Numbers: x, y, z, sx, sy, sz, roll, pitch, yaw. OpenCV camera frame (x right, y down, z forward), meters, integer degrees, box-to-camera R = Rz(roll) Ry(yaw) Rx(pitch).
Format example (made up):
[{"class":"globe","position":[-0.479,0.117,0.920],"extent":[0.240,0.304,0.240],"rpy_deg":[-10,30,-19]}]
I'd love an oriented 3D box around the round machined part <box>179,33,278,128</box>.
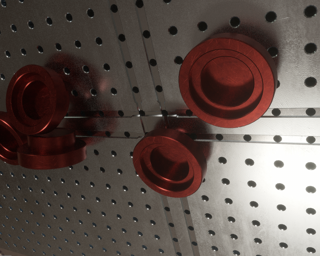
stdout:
[{"class":"round machined part","position":[0.073,-0.052,0.329],"extent":[0.098,0.042,0.097],"rpy_deg":[13,124,20]}]

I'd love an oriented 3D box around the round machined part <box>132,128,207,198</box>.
[{"class":"round machined part","position":[0.016,0.042,0.417],"extent":[0.098,0.042,0.097],"rpy_deg":[13,124,20]}]

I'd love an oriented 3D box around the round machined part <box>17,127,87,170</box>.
[{"class":"round machined part","position":[-0.162,0.026,0.466],"extent":[0.098,0.099,0.042],"rpy_deg":[6,104,25]}]

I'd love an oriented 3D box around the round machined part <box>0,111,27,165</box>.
[{"class":"round machined part","position":[-0.259,0.014,0.542],"extent":[0.098,0.042,0.097],"rpy_deg":[13,124,20]}]

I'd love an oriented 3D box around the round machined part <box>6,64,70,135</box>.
[{"class":"round machined part","position":[-0.171,-0.039,0.446],"extent":[0.098,0.042,0.097],"rpy_deg":[0,90,26]}]
